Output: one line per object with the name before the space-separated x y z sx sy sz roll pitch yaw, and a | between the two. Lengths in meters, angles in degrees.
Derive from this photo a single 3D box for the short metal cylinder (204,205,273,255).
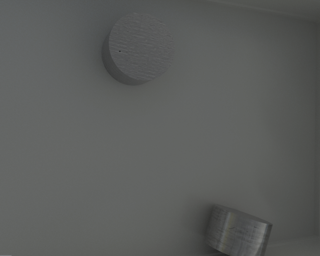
short metal cylinder | 0.105 0.141 0.420 0.080 0.080 0.050 20 83 -19

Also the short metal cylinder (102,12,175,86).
short metal cylinder | -0.028 -0.096 0.386 0.081 0.050 0.080 0 90 -20
